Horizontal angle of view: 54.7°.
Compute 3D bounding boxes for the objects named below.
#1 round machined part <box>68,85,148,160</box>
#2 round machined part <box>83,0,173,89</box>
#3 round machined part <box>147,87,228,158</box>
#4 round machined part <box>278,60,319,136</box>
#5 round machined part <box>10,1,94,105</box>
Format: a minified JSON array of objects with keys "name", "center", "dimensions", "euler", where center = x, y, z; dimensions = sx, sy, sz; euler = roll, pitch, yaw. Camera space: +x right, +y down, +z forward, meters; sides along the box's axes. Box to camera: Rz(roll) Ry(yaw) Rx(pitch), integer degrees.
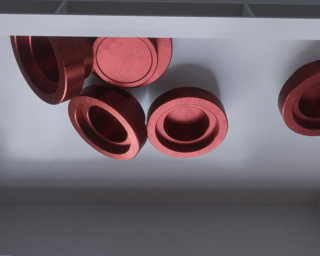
[{"name":"round machined part","center":[-0.057,-0.011,0.371],"dimensions":[0.098,0.042,0.097],"euler":[21,139,19]},{"name":"round machined part","center":[-0.036,-0.082,0.327],"dimensions":[0.099,0.042,0.097],"euler":[0,130,0]},{"name":"round machined part","center":[0.032,-0.011,0.389],"dimensions":[0.099,0.042,0.097],"euler":[0,130,0]},{"name":"round machined part","center":[0.189,-0.040,0.366],"dimensions":[0.099,0.042,0.097],"euler":[0,130,0]},{"name":"round machined part","center":[-0.105,-0.076,0.310],"dimensions":[0.098,0.042,0.097],"euler":[25,129,35]}]
